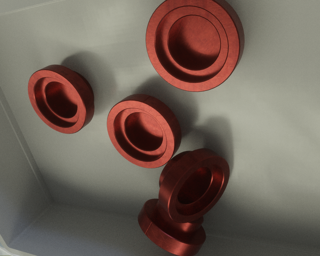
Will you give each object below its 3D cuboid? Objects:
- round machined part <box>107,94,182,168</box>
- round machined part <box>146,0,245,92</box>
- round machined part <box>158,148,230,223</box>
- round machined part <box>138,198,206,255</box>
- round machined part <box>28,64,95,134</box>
[{"bbox_3d":[-0.017,0.000,0.405,0.098,0.042,0.097,13,122,22],"label":"round machined part"},{"bbox_3d":[0.038,-0.090,0.322,0.098,0.042,0.097,13,124,21],"label":"round machined part"},{"bbox_3d":[0.038,0.068,0.393,0.042,0.099,0.097,37,137,45],"label":"round machined part"},{"bbox_3d":[0.022,0.129,0.437,0.098,0.098,0.042,29,102,9],"label":"round machined part"},{"bbox_3d":[-0.134,-0.044,0.441,0.098,0.042,0.097,13,124,21],"label":"round machined part"}]
